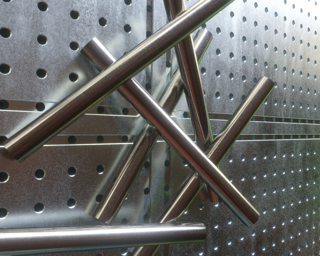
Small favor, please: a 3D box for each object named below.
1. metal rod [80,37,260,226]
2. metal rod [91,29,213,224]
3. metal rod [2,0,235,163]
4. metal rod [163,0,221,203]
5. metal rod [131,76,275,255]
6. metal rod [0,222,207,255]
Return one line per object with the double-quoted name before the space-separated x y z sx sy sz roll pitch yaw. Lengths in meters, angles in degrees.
"metal rod" 0.021 0.014 0.377 0.300 0.025 0.025 47 61 -13
"metal rod" 0.000 -0.016 0.408 0.025 0.025 0.300 43 64 -32
"metal rod" -0.029 -0.070 0.333 0.301 0.025 0.025 -40 116 -15
"metal rod" 0.053 -0.023 0.425 0.025 0.025 0.299 -33 118 -35
"metal rod" 0.065 0.049 0.419 0.300 0.025 0.025 -52 121 -12
"metal rod" -0.076 0.113 0.318 0.302 0.025 0.025 9 84 -31
